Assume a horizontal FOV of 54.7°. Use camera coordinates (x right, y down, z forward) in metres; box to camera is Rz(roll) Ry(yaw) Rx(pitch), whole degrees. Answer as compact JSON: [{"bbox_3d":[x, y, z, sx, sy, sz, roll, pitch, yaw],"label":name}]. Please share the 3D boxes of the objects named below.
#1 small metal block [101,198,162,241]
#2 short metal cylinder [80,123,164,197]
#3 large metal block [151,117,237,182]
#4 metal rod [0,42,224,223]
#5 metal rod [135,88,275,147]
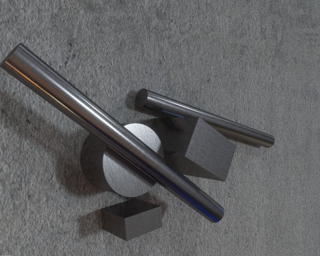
[{"bbox_3d":[-0.033,0.105,0.363,0.050,0.050,0.025,-7,95,-40],"label":"small metal block"},{"bbox_3d":[-0.043,0.035,0.355,0.081,0.050,0.079,0,90,-40],"label":"short metal cylinder"},{"bbox_3d":[0.038,0.027,0.403,0.080,0.080,0.050,34,69,-35],"label":"large metal block"},{"bbox_3d":[-0.022,0.027,0.322,0.300,0.025,0.025,42,65,-32],"label":"metal rod"},{"bbox_3d":[0.090,-0.006,0.482,0.302,0.025,0.025,15,80,-39],"label":"metal rod"}]
